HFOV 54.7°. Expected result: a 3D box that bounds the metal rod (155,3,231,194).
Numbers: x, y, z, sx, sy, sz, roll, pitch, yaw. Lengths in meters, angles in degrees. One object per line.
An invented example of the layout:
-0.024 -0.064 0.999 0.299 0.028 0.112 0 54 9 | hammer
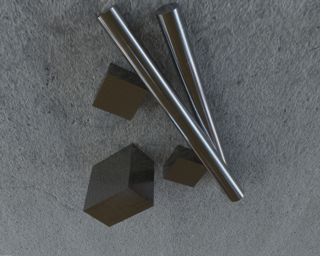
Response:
0.057 -0.011 0.398 0.025 0.025 0.299 -16 129 12 | metal rod

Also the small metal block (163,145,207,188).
0.038 0.057 0.457 0.050 0.025 0.050 19 128 -16 | small metal block

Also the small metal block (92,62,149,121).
-0.047 -0.042 0.371 0.050 0.025 0.050 22 127 -18 | small metal block

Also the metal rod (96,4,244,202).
0.028 -0.010 0.376 0.025 0.025 0.300 -27 119 20 | metal rod

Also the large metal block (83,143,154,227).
-0.056 0.080 0.439 0.080 0.080 0.050 -31 124 23 | large metal block
